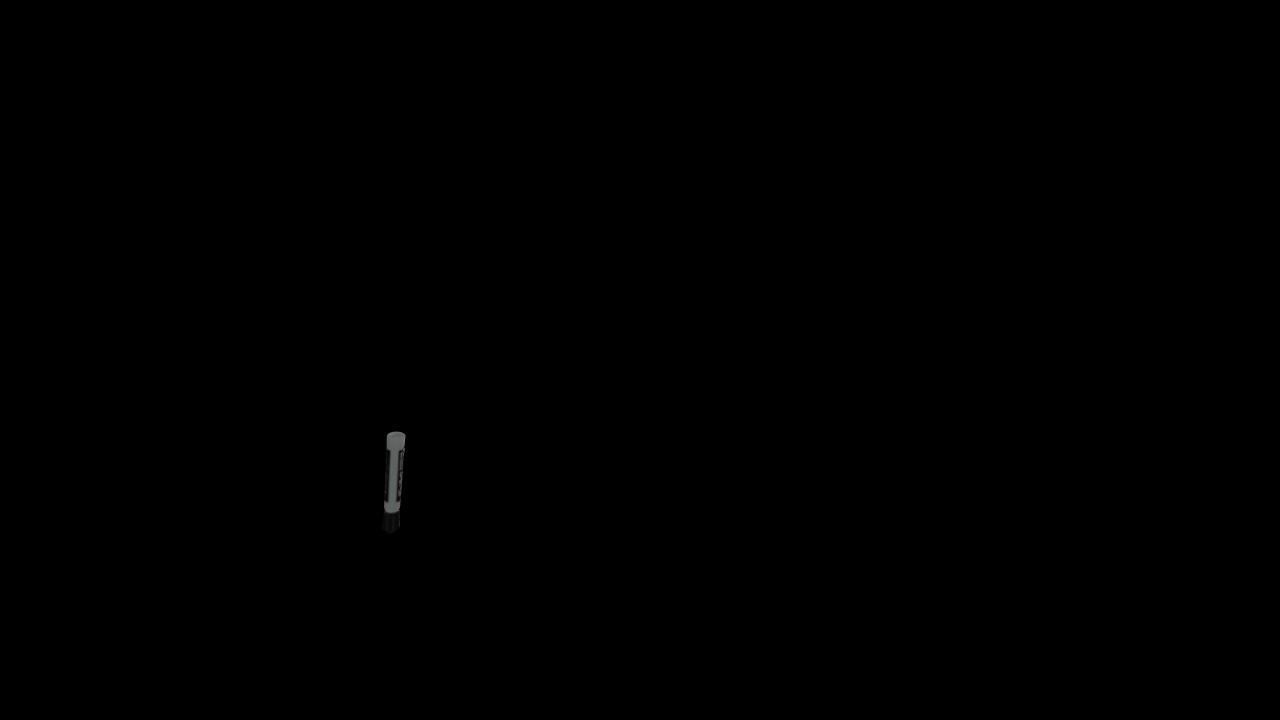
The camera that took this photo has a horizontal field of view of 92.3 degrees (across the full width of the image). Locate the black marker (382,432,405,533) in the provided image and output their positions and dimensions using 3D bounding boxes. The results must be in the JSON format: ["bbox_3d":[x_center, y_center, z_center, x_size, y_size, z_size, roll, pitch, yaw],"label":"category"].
[{"bbox_3d":[-0.275,0.139,0.686,0.020,0.121,0.020,9,16,-3],"label":"black marker"}]
